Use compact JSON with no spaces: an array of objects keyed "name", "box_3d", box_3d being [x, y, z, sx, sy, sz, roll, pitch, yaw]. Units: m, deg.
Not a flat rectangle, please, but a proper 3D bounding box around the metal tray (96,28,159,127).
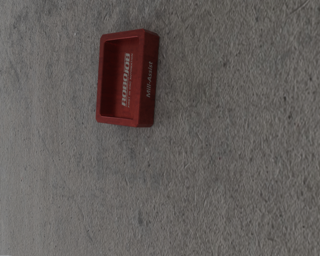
[{"name":"metal tray","box_3d":[-0.049,-0.069,0.442,0.090,0.030,0.129,7,94,40]}]
